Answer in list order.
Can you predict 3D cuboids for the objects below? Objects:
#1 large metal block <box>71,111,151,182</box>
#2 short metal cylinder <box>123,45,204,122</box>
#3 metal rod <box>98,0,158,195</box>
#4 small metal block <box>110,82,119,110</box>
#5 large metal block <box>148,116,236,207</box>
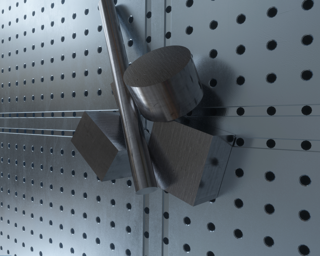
[{"bbox_3d":[-0.058,0.022,0.419,0.080,0.081,0.050,45,117,30],"label":"large metal block"},{"bbox_3d":[0.005,-0.052,0.359,0.080,0.080,0.050,11,141,39],"label":"short metal cylinder"},{"bbox_3d":[-0.048,-0.060,0.408,0.025,0.025,0.299,-34,57,34],"label":"metal rod"},{"bbox_3d":[-0.039,-0.052,0.440,0.050,0.025,0.050,-30,72,35],"label":"small metal block"},{"bbox_3d":[0.031,0.034,0.365,0.080,0.050,0.079,22,104,37],"label":"large metal block"}]
